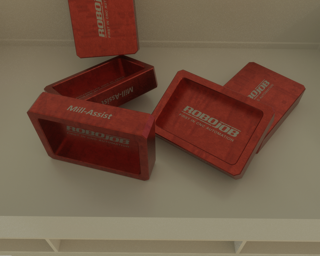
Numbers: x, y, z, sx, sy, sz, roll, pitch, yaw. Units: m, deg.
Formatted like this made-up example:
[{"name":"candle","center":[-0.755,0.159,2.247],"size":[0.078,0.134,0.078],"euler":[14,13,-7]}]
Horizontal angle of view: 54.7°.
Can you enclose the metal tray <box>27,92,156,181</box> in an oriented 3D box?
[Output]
[{"name":"metal tray","center":[-0.072,0.012,0.351],"size":[0.131,0.089,0.030],"euler":[12,52,9]}]

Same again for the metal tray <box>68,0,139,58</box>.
[{"name":"metal tray","center":[-0.082,-0.171,0.448],"size":[0.091,0.129,0.030],"euler":[-4,17,2]}]

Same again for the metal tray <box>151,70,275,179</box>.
[{"name":"metal tray","center":[0.059,-0.007,0.380],"size":[0.130,0.030,0.090],"euler":[28,82,24]}]

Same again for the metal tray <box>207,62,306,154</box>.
[{"name":"metal tray","center":[0.130,-0.034,0.432],"size":[0.090,0.030,0.131],"euler":[34,57,24]}]

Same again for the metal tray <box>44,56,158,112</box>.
[{"name":"metal tray","center":[-0.081,-0.057,0.428],"size":[0.131,0.030,0.090],"euler":[-30,38,-25]}]
